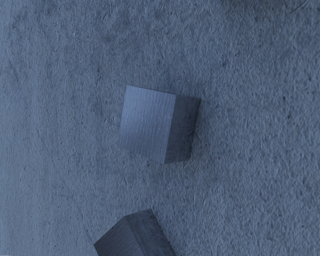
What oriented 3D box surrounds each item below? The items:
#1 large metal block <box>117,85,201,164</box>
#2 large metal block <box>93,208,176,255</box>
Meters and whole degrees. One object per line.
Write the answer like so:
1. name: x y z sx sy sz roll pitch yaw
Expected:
1. large metal block: -0.003 -0.007 0.391 0.080 0.050 0.079 16 101 38
2. large metal block: -0.033 0.168 0.417 0.080 0.050 0.080 -47 62 29
